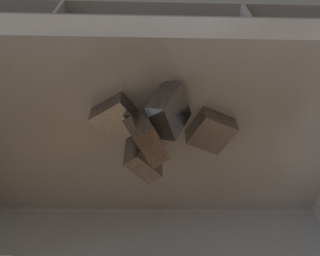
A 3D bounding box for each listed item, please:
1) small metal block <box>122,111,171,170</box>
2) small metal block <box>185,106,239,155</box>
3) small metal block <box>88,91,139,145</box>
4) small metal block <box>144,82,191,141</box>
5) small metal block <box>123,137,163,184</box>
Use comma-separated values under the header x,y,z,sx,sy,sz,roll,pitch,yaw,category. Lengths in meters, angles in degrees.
x,y,z,sx,sy,sz,roll,pitch,yaw,category
-0.017,0.014,0.371,0.025,0.050,0.050,-32,123,-7,small metal block
0.068,0.004,0.414,0.050,0.025,0.050,20,127,-17,small metal block
-0.055,-0.012,0.398,0.050,0.025,0.050,-27,126,20,small metal block
0.011,-0.020,0.372,0.025,0.050,0.050,6,136,31,small metal block
-0.023,0.041,0.427,0.025,0.050,0.050,-33,123,25,small metal block
